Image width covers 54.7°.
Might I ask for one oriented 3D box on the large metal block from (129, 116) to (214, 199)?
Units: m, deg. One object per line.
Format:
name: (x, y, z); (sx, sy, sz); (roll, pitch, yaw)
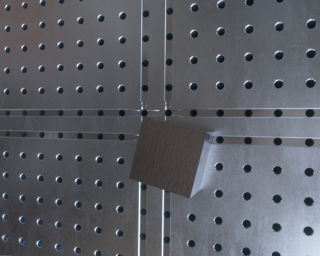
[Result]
large metal block: (0.016, 0.034, 0.393); (0.080, 0.050, 0.079); (15, 95, 19)
